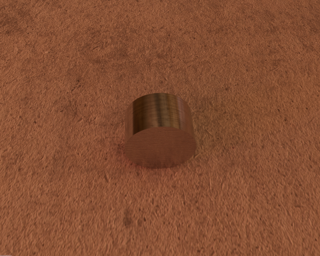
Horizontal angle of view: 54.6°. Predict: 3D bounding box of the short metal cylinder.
[{"bbox_3d":[-0.001,0.005,0.364,0.080,0.080,0.050,-3,50,-2],"label":"short metal cylinder"}]
